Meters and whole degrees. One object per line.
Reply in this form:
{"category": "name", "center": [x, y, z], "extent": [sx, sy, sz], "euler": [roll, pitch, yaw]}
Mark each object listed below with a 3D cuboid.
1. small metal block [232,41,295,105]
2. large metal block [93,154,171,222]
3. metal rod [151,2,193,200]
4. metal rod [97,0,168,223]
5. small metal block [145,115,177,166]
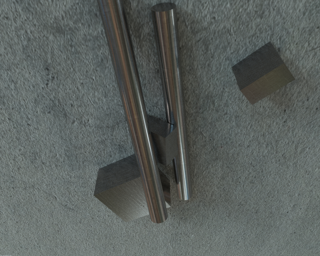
{"category": "small metal block", "center": [0.112, -0.061, 0.341], "extent": [0.050, 0.050, 0.025], "euler": [-33, 123, 24]}
{"category": "large metal block", "center": [-0.039, 0.090, 0.467], "extent": [0.080, 0.050, 0.080], "euler": [-24, 126, 19]}
{"category": "metal rod", "center": [0.022, -0.007, 0.401], "extent": [0.025, 0.025, 0.298], "euler": [-6, 130, 4]}
{"category": "metal rod", "center": [-0.025, -0.004, 0.366], "extent": [0.025, 0.025, 0.298], "euler": [-8, 119, 6]}
{"category": "small metal block", "center": [-0.006, 0.015, 0.404], "extent": [0.050, 0.025, 0.050], "euler": [23, 137, 27]}
